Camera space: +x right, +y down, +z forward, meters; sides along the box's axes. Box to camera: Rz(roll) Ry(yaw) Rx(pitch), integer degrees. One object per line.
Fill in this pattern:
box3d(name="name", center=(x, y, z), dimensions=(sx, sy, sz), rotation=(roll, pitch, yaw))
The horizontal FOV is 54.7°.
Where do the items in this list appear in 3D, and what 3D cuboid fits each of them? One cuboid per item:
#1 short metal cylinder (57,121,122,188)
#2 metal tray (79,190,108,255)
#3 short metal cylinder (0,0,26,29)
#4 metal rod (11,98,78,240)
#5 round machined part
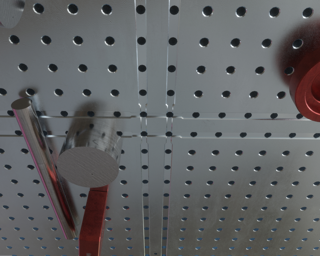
box3d(name="short metal cylinder", center=(-0.094, 0.037, 0.426), dimensions=(0.081, 0.050, 0.079), rotation=(0, 130, 0))
box3d(name="metal tray", center=(-0.112, 0.179, 0.519), dimensions=(0.030, 0.090, 0.129), rotation=(7, 130, -6))
box3d(name="short metal cylinder", center=(-0.152, -0.130, 0.263), dimensions=(0.050, 0.080, 0.079), rotation=(9, 130, -7))
box3d(name="metal rod", center=(-0.168, 0.083, 0.480), dimensions=(0.025, 0.025, 0.298), rotation=(-1, 130, 1))
box3d(name="round machined part", center=(0.198, -0.056, 0.354), dimensions=(0.099, 0.042, 0.097), rotation=(0, 130, 0))
